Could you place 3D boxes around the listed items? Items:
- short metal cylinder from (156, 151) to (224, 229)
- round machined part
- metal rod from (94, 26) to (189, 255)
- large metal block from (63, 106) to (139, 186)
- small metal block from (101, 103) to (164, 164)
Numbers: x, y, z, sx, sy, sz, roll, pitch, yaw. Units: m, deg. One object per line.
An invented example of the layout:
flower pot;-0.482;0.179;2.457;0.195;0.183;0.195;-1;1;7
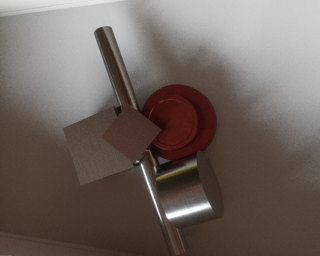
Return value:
short metal cylinder;0.037;0.073;0.366;0.050;0.080;0.080;-22;83;18
round machined part;0.019;-0.007;0.392;0.098;0.042;0.097;0;90;19
metal rod;-0.026;0.011;0.395;0.025;0.025;0.299;-22;83;18
large metal block;-0.072;0.024;0.417;0.080;0.050;0.080;-21;83;18
small metal block;-0.032;0.007;0.368;0.050;0.025;0.050;38;91;8
